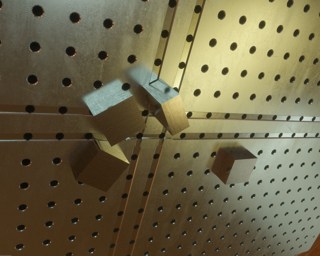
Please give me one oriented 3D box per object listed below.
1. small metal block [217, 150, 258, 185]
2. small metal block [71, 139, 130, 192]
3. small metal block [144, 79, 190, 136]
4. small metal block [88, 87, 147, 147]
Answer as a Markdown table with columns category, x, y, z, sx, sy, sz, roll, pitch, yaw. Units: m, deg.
| category | x | y | z | sx | sy | sz | roll | pitch | yaw |
| --- | --- | --- | --- | --- | --- | --- | --- | --- | --- |
| small metal block | 0.131 | 0.067 | 0.527 | 0.050 | 0.025 | 0.050 | -1 | 119 | -29 |
| small metal block | -0.077 | 0.049 | 0.401 | 0.050 | 0.025 | 0.050 | 34 | 99 | -39 |
| small metal block | 0.008 | -0.026 | 0.385 | 0.025 | 0.050 | 0.050 | -29 | 129 | -10 |
| small metal block | -0.051 | -0.013 | 0.377 | 0.050 | 0.025 | 0.050 | -30 | 129 | -10 |
